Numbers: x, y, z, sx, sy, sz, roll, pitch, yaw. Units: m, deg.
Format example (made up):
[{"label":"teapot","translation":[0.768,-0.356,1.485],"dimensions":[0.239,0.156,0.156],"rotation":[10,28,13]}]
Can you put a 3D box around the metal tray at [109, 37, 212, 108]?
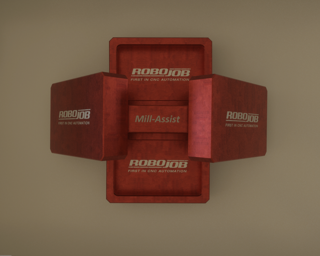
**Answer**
[{"label":"metal tray","translation":[0.001,-0.070,0.407],"dimensions":[0.131,0.030,0.089],"rotation":[0,91,-1]}]

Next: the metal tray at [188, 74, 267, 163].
[{"label":"metal tray","translation":[0.084,-0.009,0.364],"dimensions":[0.030,0.131,0.089],"rotation":[1,90,42]}]

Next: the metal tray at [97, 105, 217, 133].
[{"label":"metal tray","translation":[-0.003,-0.010,0.377],"dimensions":[0.131,0.090,0.030],"rotation":[0,90,-1]}]

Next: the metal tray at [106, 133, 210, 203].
[{"label":"metal tray","translation":[-0.002,0.050,0.405],"dimensions":[0.131,0.030,0.089],"rotation":[0,90,-1]}]

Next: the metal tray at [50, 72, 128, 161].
[{"label":"metal tray","translation":[-0.088,-0.012,0.363],"dimensions":[0.030,0.130,0.089],"rotation":[1,90,-42]}]
